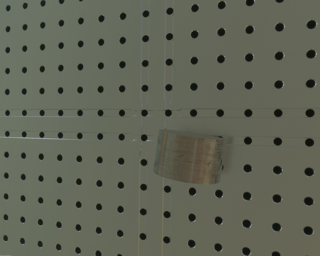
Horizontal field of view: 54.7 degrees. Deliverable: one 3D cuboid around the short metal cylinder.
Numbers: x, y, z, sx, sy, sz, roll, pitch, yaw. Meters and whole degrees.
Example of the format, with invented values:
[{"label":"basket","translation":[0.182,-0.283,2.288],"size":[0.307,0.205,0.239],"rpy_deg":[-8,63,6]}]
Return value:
[{"label":"short metal cylinder","translation":[0.035,0.032,0.370],"size":[0.080,0.080,0.050],"rpy_deg":[9,93,19]}]
